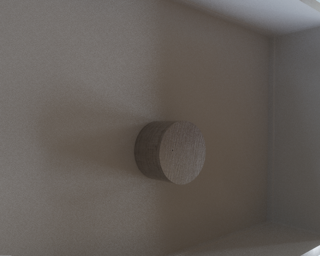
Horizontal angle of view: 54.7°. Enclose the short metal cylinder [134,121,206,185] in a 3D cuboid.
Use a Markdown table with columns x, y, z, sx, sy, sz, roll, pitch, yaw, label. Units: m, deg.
| x | y | z | sx | sy | sz | roll | pitch | yaw | label |
| --- | --- | --- | --- | --- | --- | --- | --- | --- | --- |
| 0.014 | 0.030 | 0.404 | 0.081 | 0.050 | 0.079 | 0 | 90 | -40 | short metal cylinder |
